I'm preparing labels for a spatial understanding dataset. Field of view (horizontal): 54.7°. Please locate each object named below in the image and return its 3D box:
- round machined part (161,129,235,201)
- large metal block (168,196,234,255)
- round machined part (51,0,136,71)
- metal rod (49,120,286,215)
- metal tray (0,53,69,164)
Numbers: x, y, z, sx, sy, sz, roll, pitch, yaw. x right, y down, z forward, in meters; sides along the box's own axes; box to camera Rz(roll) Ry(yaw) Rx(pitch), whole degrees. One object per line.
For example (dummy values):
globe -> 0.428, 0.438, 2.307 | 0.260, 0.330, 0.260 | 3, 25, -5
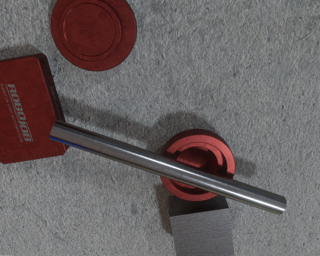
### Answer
round machined part -> 0.048, 0.046, 0.418 | 0.099, 0.042, 0.097 | 0, 110, -1
large metal block -> 0.059, 0.141, 0.449 | 0.080, 0.050, 0.079 | -9, 110, 3
round machined part -> -0.077, -0.114, 0.358 | 0.099, 0.042, 0.097 | 0, 110, -1
metal rod -> 0.016, 0.051, 0.384 | 0.302, 0.025, 0.025 | 19, 109, -8
metal tray -> -0.176, -0.023, 0.396 | 0.091, 0.030, 0.129 | -9, 110, 3
